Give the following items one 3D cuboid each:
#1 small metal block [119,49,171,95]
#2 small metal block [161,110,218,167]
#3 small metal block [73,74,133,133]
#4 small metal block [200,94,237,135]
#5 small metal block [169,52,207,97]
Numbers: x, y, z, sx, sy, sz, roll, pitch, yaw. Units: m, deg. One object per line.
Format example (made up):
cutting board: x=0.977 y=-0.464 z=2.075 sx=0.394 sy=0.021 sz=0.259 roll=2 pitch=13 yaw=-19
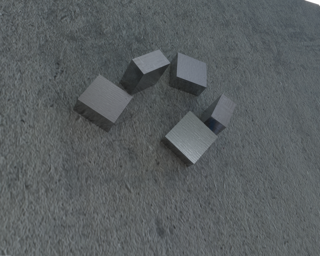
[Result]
small metal block: x=-0.021 y=-0.075 z=0.422 sx=0.050 sy=0.050 sz=0.025 roll=-31 pitch=79 yaw=-38
small metal block: x=0.038 y=0.014 z=0.406 sx=0.050 sy=0.025 sz=0.050 roll=44 pitch=69 yaw=2
small metal block: x=-0.070 y=-0.031 z=0.385 sx=0.050 sy=0.025 sz=0.050 roll=34 pitch=51 yaw=-6
small metal block: x=0.076 y=-0.013 z=0.436 sx=0.025 sy=0.050 sz=0.050 roll=36 pitch=51 yaw=-5
small metal block: x=0.043 y=-0.082 z=0.477 sx=0.050 sy=0.025 sz=0.050 roll=17 pitch=55 yaw=-18
